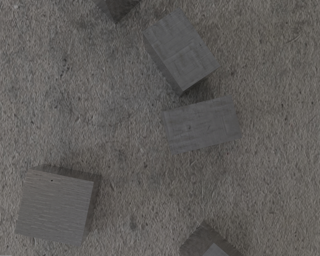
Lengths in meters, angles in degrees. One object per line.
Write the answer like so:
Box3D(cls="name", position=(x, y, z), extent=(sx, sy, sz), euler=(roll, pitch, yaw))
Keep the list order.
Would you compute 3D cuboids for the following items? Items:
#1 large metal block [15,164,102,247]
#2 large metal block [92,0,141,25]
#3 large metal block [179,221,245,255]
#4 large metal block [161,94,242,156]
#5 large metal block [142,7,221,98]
Box3D(cls="large metal block", position=(-0.127, 0.096, 0.396), extent=(0.080, 0.050, 0.080), euler=(12, 90, 0))
Box3D(cls="large metal block", position=(-0.071, -0.186, 0.382), extent=(0.050, 0.080, 0.080), euler=(-44, 90, 0))
Box3D(cls="large metal block", position=(0.073, 0.172, 0.383), extent=(0.080, 0.080, 0.050), euler=(41, 90, 0))
Box3D(cls="large metal block", position=(0.046, -0.004, 0.383), extent=(0.080, 0.080, 0.050), euler=(-14, 90, 0))
Box3D(cls="large metal block", position=(0.024, -0.088, 0.382), extent=(0.050, 0.080, 0.080), euler=(-34, 90, 0))
